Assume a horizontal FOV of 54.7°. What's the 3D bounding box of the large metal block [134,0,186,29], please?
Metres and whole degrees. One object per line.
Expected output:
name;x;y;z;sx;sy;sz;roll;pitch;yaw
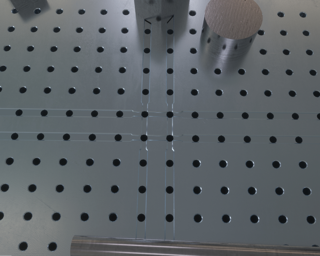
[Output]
large metal block;0.005;-0.211;0.460;0.050;0.080;0.080;34;74;11

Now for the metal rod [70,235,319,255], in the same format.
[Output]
metal rod;0.050;0.144;0.359;0.302;0.025;0.025;3;70;1

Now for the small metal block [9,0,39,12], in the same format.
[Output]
small metal block;-0.221;-0.221;0.491;0.050;0.025;0.050;-35;74;-12

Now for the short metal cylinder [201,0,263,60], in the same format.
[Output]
short metal cylinder;0.102;-0.148;0.453;0.081;0.050;0.080;0;70;0
